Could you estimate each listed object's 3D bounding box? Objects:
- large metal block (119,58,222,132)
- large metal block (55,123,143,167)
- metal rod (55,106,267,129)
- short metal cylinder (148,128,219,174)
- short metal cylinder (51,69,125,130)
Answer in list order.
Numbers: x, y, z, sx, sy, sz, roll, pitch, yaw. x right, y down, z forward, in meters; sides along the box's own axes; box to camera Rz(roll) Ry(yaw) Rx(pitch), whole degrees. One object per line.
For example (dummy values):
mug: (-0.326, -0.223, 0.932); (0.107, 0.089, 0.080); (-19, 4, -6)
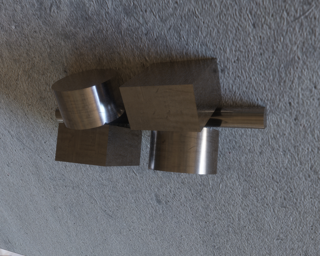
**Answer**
large metal block: (0.016, -0.038, 0.340); (0.080, 0.080, 0.050); (2, 119, 27)
large metal block: (-0.081, 0.023, 0.422); (0.080, 0.080, 0.050); (2, 86, 26)
metal rod: (-0.018, -0.017, 0.409); (0.300, 0.025, 0.025); (2, 120, 27)
short metal cylinder: (0.028, 0.026, 0.366); (0.080, 0.080, 0.050); (2, 85, 27)
short metal cylinder: (-0.090, -0.039, 0.396); (0.080, 0.080, 0.050); (4, 120, 26)
